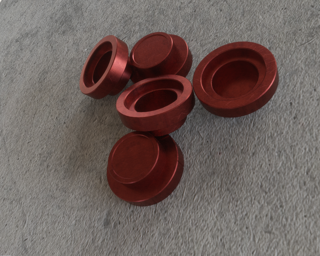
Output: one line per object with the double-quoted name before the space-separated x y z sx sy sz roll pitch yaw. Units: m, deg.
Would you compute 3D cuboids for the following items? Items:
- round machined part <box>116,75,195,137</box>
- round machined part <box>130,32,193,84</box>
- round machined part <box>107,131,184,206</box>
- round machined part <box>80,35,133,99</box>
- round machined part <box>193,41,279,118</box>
"round machined part" -0.003 -0.026 0.397 0.098 0.042 0.098 -12 35 9
"round machined part" -0.005 -0.103 0.458 0.098 0.042 0.098 -13 56 20
"round machined part" -0.024 0.042 0.379 0.098 0.042 0.098 -13 56 20
"round machined part" -0.078 -0.088 0.474 0.098 0.042 0.098 -27 51 39
"round machined part" 0.093 -0.054 0.378 0.098 0.042 0.098 -13 56 20
